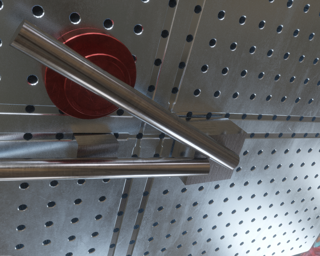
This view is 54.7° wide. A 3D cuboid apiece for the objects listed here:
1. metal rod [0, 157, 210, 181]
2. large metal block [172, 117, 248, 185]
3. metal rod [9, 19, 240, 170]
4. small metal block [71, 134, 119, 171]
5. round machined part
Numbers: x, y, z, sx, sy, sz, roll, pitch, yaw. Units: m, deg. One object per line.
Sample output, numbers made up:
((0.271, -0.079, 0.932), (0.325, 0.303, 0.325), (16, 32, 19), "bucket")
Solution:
((-0.084, 0.047, 0.360), (0.302, 0.025, 0.025), (2, 118, -18), "metal rod")
((0.068, 0.032, 0.450), (0.081, 0.050, 0.079), (-2, 120, -28), "large metal block")
((-0.008, -0.016, 0.336), (0.301, 0.025, 0.025), (30, 102, -35), "metal rod")
((-0.083, 0.035, 0.389), (0.050, 0.025, 0.050), (-1, 119, -29), "small metal block")
((-0.071, -0.052, 0.330), (0.099, 0.042, 0.097), (-14, 125, -21), "round machined part")
